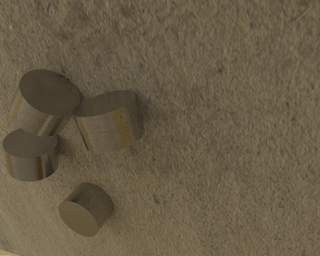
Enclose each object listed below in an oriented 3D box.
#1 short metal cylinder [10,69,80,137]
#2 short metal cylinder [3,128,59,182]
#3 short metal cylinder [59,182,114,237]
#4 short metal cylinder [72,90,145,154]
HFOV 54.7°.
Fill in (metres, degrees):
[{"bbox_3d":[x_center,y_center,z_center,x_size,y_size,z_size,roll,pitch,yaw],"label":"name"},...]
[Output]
[{"bbox_3d":[-0.160,-0.035,0.431,0.080,0.080,0.050,43,129,-2],"label":"short metal cylinder"},{"bbox_3d":[-0.208,0.041,0.503,0.080,0.080,0.050,21,126,15],"label":"short metal cylinder"},{"bbox_3d":[-0.129,0.143,0.545,0.080,0.050,0.079,13,124,20],"label":"short metal cylinder"},{"bbox_3d":[-0.064,-0.010,0.398,0.080,0.080,0.050,0,118,28],"label":"short metal cylinder"}]
